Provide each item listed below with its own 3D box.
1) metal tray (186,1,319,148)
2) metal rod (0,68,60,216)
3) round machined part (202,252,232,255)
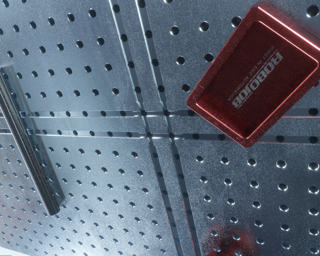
[{"bbox_3d":[0.098,-0.050,0.325,0.090,0.030,0.129,37,129,3],"label":"metal tray"},{"bbox_3d":[-0.241,0.038,0.562,0.025,0.025,0.298,3,120,27],"label":"metal rod"},{"bbox_3d":[0.098,0.239,0.496,0.098,0.042,0.097,13,124,21],"label":"round machined part"}]
